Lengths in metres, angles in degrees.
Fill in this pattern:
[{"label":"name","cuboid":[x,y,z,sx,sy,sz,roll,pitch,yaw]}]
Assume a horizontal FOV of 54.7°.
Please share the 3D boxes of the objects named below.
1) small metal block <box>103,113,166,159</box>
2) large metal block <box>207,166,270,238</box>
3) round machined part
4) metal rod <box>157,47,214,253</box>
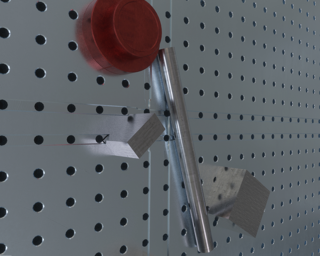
[{"label":"small metal block","cuboid":[-0.030,0.008,0.367,0.050,0.050,0.025,-48,119,-29]},{"label":"large metal block","cuboid":[0.125,0.118,0.498,0.080,0.050,0.080,40,66,-33]},{"label":"round machined part","cuboid":[-0.037,-0.115,0.367,0.099,0.042,0.097,0,90,-40]},{"label":"metal rod","cuboid":[0.038,0.037,0.441,0.025,0.025,0.298,-20,103,-38]}]
